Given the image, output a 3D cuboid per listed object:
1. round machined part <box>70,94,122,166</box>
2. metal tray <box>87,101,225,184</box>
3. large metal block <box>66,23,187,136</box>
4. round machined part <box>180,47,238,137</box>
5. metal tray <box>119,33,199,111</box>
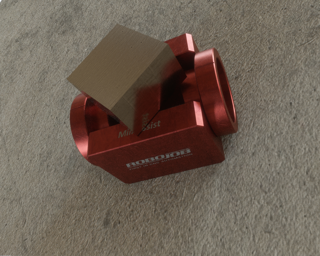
[{"bbox_3d":[-0.066,-0.003,0.393,0.042,0.098,0.098,-15,56,20],"label":"round machined part"},{"bbox_3d":[-0.003,0.022,0.348,0.130,0.090,0.030,-16,56,18],"label":"metal tray"},{"bbox_3d":[-0.034,-0.052,0.319,0.080,0.050,0.080,34,80,38],"label":"large metal block"},{"bbox_3d":[0.055,-0.037,0.352,0.042,0.098,0.098,-15,56,20],"label":"round machined part"},{"bbox_3d":[-0.005,-0.060,0.403,0.130,0.090,0.030,-17,55,18],"label":"metal tray"}]
